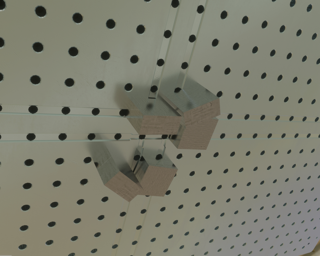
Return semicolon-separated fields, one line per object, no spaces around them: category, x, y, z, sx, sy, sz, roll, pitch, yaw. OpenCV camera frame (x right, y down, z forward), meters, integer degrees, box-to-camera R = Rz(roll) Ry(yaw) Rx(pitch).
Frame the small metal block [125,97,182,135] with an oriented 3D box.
small metal block;-0.009;-0.015;0.380;0.050;0.050;0.025;0;118;-29

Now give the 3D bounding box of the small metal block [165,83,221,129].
small metal block;0.042;-0.029;0.399;0.050;0.050;0.025;-22;127;-15

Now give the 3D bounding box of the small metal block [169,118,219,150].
small metal block;0.048;0.002;0.438;0.050;0.025;0.050;4;116;-31

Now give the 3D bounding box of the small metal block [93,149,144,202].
small metal block;-0.054;0.062;0.403;0.025;0.050;0.050;-42;129;1

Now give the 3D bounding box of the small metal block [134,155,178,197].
small metal block;-0.010;0.070;0.449;0.050;0.025;0.050;13;112;-34
